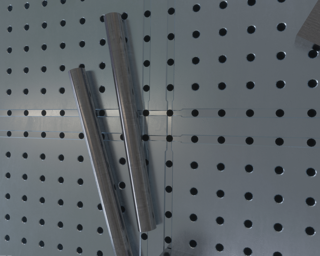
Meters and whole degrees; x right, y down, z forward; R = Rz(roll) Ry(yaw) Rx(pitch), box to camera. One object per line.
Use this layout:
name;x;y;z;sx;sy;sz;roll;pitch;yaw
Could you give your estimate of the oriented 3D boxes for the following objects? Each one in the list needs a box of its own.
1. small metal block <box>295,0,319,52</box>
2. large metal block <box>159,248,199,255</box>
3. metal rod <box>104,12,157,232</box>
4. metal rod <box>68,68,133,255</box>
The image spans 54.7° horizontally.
small metal block;0.189;-0.112;0.346;0.050;0.025;0.050;33;100;17
large metal block;0.015;0.206;0.378;0.050;0.080;0.079;5;92;20
metal rod;-0.042;-0.010;0.427;0.025;0.025;0.298;-11;86;19
metal rod;-0.083;0.059;0.441;0.025;0.025;0.298;-17;84;19
